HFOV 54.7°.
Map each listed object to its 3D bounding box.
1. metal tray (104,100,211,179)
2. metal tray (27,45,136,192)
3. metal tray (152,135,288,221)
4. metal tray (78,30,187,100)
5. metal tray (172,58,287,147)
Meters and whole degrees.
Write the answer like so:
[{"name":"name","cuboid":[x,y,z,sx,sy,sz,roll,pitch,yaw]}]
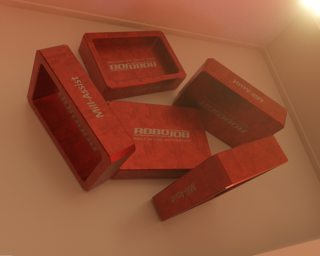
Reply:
[{"name":"metal tray","cuboid":[-0.002,0.016,0.389,0.131,0.030,0.090,3,60,-27]},{"name":"metal tray","cuboid":[-0.087,-0.008,0.320,0.030,0.090,0.130,-27,77,-38]},{"name":"metal tray","cuboid":[0.059,0.057,0.333,0.091,0.129,0.030,-13,69,-34]},{"name":"metal tray","cuboid":[-0.036,-0.092,0.438,0.131,0.030,0.090,-14,69,-34]},{"name":"metal tray","cuboid":[0.094,-0.027,0.430,0.130,0.090,0.030,33,52,-7]}]
